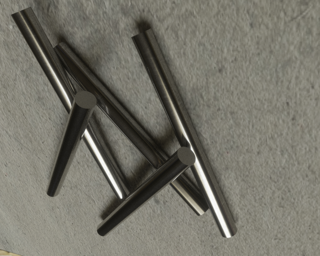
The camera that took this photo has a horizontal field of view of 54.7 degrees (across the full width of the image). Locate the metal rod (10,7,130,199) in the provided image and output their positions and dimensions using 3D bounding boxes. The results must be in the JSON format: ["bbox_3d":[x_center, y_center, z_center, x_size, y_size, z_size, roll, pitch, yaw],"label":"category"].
[{"bbox_3d":[-0.111,-0.016,0.432,0.025,0.025,0.299,-5,123,30],"label":"metal rod"}]

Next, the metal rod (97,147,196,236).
[{"bbox_3d":[-0.037,0.111,0.471,0.025,0.025,0.298,41,136,0],"label":"metal rod"}]

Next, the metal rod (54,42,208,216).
[{"bbox_3d":[-0.037,0.005,0.427,0.300,0.025,0.025,48,129,-7],"label":"metal rod"}]

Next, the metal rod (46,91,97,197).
[{"bbox_3d":[-0.144,0.043,0.469,0.025,0.025,0.298,39,140,1],"label":"metal rod"}]

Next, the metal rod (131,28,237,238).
[{"bbox_3d":[0.039,0.020,0.397,0.025,0.025,0.299,-13,112,33],"label":"metal rod"}]
